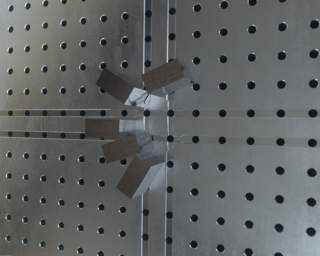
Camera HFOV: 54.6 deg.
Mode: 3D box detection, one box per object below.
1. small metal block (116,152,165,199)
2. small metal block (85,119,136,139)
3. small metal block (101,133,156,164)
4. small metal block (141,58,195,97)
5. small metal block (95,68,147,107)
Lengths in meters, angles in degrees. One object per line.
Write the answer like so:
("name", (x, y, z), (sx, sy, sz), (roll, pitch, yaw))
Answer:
("small metal block", (-0.025, 0.061, 0.409), (0.025, 0.050, 0.050), (34, 101, 17))
("small metal block", (-0.066, 0.001, 0.423), (0.050, 0.050, 0.025), (2, 91, 20))
("small metal block", (-0.041, 0.027, 0.414), (0.050, 0.050, 0.025), (-18, 84, 19))
("small metal block", (0.011, -0.063, 0.396), (0.050, 0.050, 0.025), (-22, 83, 19))
("small metal block", (-0.049, -0.054, 0.417), (0.050, 0.050, 0.025), (35, 102, 16))
